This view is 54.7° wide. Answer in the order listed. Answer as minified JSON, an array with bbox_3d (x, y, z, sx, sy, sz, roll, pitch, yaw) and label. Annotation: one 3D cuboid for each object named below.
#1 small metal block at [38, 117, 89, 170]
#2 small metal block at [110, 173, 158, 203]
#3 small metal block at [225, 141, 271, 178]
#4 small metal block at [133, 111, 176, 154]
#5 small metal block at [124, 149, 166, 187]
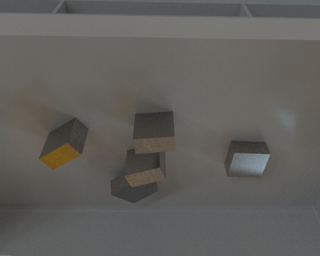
[{"bbox_3d":[-0.126,0.020,0.408,0.050,0.050,0.025,-27,125,21],"label":"small metal block"},{"bbox_3d":[-0.040,0.089,0.477,0.050,0.025,0.050,-33,137,24],"label":"small metal block"},{"bbox_3d":[0.125,0.046,0.450,0.050,0.025,0.050,2,130,-3],"label":"small metal block"},{"bbox_3d":[-0.007,0.005,0.397,0.050,0.050,0.025,-4,130,2],"label":"small metal block"},{"bbox_3d":[-0.020,0.051,0.436,0.050,0.050,0.025,-15,128,12],"label":"small metal block"}]
